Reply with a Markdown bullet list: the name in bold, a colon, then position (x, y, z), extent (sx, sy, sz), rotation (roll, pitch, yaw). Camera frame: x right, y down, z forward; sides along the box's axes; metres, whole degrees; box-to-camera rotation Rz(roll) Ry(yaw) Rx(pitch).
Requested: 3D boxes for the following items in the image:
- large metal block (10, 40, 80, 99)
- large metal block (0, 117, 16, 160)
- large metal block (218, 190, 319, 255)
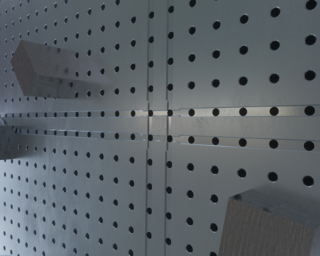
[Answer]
- **large metal block**: position (-0.200, -0.100, 0.541), extent (0.050, 0.081, 0.080), rotation (-45, 63, 31)
- **large metal block**: position (-0.377, 0.022, 0.707), extent (0.080, 0.050, 0.080), rotation (20, 103, 38)
- **large metal block**: position (0.108, 0.115, 0.304), extent (0.080, 0.050, 0.080), rotation (14, 99, 39)
